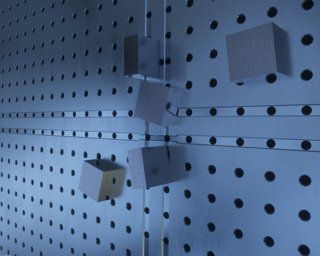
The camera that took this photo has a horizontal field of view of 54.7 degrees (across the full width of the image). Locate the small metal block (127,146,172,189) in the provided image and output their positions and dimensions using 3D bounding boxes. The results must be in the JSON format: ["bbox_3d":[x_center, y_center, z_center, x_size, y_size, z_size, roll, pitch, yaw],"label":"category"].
[{"bbox_3d":[-0.013,0.050,0.402,0.025,0.050,0.050,-13,82,39],"label":"small metal block"}]

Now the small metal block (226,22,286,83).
[{"bbox_3d":[0.100,-0.077,0.326,0.050,0.025,0.050,-7,86,39],"label":"small metal block"}]

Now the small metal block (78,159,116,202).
[{"bbox_3d":[-0.100,0.082,0.489,0.050,0.025,0.050,20,103,38],"label":"small metal block"}]

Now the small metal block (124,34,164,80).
[{"bbox_3d":[-0.020,-0.091,0.408,0.025,0.050,0.050,0,90,40],"label":"small metal block"}]

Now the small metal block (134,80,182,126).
[{"bbox_3d":[-0.004,-0.033,0.411,0.050,0.025,0.050,20,103,38],"label":"small metal block"}]
